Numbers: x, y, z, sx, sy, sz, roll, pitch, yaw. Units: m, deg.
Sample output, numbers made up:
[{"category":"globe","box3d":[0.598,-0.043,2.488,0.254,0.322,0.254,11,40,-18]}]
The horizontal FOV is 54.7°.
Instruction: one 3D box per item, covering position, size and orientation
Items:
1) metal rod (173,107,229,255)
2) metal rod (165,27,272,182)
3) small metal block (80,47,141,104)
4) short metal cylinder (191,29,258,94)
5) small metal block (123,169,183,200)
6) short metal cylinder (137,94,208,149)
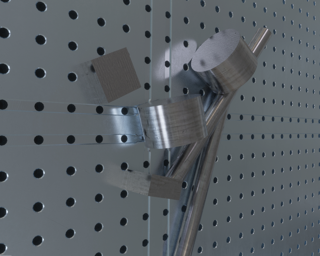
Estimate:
[{"category":"metal rod","box3d":[0.071,0.051,0.468,0.025,0.025,0.299,28,73,-37]},{"category":"metal rod","box3d":[0.089,-0.035,0.460,0.025,0.025,0.300,45,70,-31]},{"category":"small metal block","box3d":[-0.056,-0.061,0.362,0.050,0.025,0.050,-32,110,-35]},{"category":"short metal cylinder","box3d":[0.093,-0.096,0.451,0.050,0.080,0.080,42,65,-32]},{"category":"small metal block","box3d":[-0.009,0.071,0.386,0.050,0.050,0.025,18,79,-39]},{"category":"short metal cylinder","box3d":[0.016,-0.010,0.386,0.081,0.080,0.050,-19,103,-38]}]
